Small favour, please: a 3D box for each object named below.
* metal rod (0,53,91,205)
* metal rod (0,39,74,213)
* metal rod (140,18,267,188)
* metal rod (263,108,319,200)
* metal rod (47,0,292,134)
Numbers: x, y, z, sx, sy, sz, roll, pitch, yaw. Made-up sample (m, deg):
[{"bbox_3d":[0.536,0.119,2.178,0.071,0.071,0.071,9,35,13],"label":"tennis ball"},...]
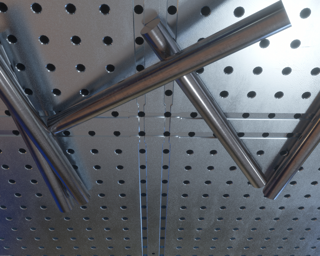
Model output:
[{"bbox_3d":[-0.151,0.015,0.401,0.025,0.025,0.299,-8,136,6],"label":"metal rod"},{"bbox_3d":[-0.171,0.019,0.425,0.025,0.025,0.298,-4,130,3],"label":"metal rod"},{"bbox_3d":[0.072,-0.011,0.403,0.025,0.025,0.300,-27,126,21],"label":"metal rod"},{"bbox_3d":[0.213,-0.004,0.411,0.025,0.025,0.298,10,130,-9],"label":"metal rod"},{"bbox_3d":[-0.014,-0.052,0.338,0.300,0.025,0.025,-21,128,27],"label":"metal rod"}]
